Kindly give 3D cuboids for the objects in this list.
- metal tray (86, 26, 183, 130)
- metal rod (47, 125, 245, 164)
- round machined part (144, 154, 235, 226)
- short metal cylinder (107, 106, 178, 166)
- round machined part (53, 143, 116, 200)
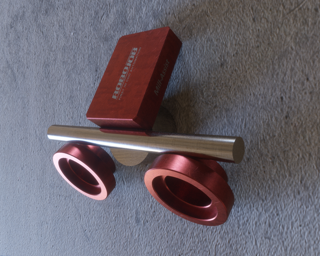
[{"bbox_3d":[-0.033,-0.062,0.393,0.090,0.030,0.130,3,66,39],"label":"metal tray"},{"bbox_3d":[-0.044,0.014,0.377,0.300,0.025,0.025,3,92,39],"label":"metal rod"},{"bbox_3d":[0.035,0.061,0.342,0.098,0.042,0.097,22,144,18],"label":"round machined part"},{"bbox_3d":[-0.024,0.008,0.408,0.080,0.050,0.079,0,90,39],"label":"short metal cylinder"},{"bbox_3d":[-0.105,0.058,0.459,0.098,0.042,0.097,22,140,20],"label":"round machined part"}]
